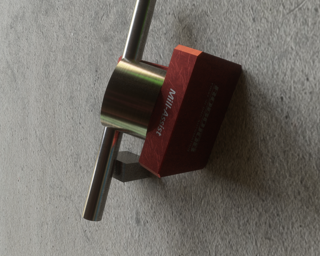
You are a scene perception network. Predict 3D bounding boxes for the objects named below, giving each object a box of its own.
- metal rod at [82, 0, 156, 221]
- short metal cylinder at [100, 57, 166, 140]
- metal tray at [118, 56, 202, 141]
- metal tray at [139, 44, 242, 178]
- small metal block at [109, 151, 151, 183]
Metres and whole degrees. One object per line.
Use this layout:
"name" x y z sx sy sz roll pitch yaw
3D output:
"metal rod" -0.051 -0.030 0.395 0.025 0.025 0.298 14 90 39
"short metal cylinder" -0.025 -0.032 0.342 0.050 0.080 0.079 19 105 4
"metal tray" -0.010 -0.039 0.409 0.130 0.030 0.089 23 105 37
"metal tray" 0.035 -0.015 0.334 0.030 0.091 0.129 29 108 36
"small metal block" -0.047 0.052 0.427 0.050 0.050 0.025 17 101 38
